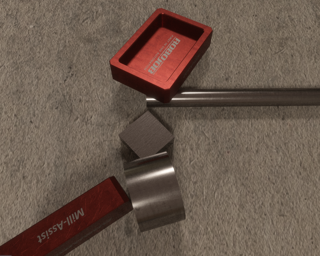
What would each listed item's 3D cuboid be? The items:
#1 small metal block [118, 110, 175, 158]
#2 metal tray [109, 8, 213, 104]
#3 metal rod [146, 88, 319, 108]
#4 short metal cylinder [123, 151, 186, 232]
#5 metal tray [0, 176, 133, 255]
[{"bbox_3d":[-0.017,0.014,0.403,0.050,0.025,0.050,-41,75,-14],"label":"small metal block"},{"bbox_3d":[0.004,-0.104,0.427,0.090,0.030,0.130,27,62,15],"label":"metal tray"},{"bbox_3d":[0.133,-0.042,0.425,0.302,0.025,0.025,-1,70,-1],"label":"metal rod"},{"bbox_3d":[-0.007,0.072,0.353,0.050,0.080,0.080,-15,71,-6],"label":"short metal cylinder"},{"bbox_3d":[-0.093,0.107,0.333,0.131,0.090,0.030,-32,74,-11],"label":"metal tray"}]
